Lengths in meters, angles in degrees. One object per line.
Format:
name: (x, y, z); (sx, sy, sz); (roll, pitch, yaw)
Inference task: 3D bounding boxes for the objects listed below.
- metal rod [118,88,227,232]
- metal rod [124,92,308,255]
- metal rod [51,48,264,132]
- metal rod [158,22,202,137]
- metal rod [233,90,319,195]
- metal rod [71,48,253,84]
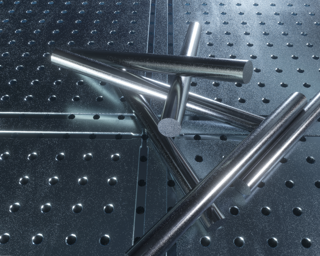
metal rod: (-0.009, -0.001, 0.408); (0.025, 0.025, 0.300); (-21, 53, -17)
metal rod: (0.082, 0.040, 0.343); (0.025, 0.025, 0.302); (37, 56, 26)
metal rod: (-0.005, -0.051, 0.423); (0.301, 0.025, 0.025); (19, 52, 5)
metal rod: (0.037, -0.090, 0.442); (0.025, 0.025, 0.301); (8, 38, 7)
metal rod: (0.199, -0.015, 0.420); (0.302, 0.025, 0.025); (-37, 59, -27)
metal rod: (-0.023, -0.089, 0.418); (0.300, 0.025, 0.025); (14, 49, 37)
